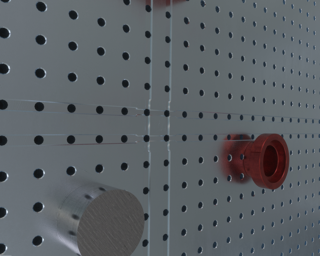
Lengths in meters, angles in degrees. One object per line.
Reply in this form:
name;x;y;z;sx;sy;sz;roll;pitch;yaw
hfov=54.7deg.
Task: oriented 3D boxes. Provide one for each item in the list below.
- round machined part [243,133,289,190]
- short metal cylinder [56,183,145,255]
round machined part;0.187;0.058;0.555;0.099;0.042;0.097;0;90;-40
short metal cylinder;-0.064;0.103;0.339;0.081;0.050;0.080;0;90;-40
